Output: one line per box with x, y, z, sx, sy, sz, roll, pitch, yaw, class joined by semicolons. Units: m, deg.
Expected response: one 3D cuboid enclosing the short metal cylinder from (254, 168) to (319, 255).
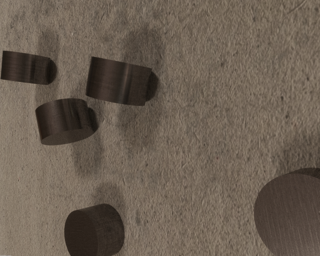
0.133;0.078;0.278;0.080;0.050;0.079;0;90;39;short metal cylinder

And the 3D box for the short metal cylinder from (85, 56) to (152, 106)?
-0.055;-0.062;0.412;0.080;0.081;0.050;19;102;38;short metal cylinder

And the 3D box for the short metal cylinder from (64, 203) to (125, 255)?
-0.100;0.159;0.468;0.080;0.050;0.079;0;90;39;short metal cylinder

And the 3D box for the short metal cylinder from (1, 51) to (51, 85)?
-0.245;-0.109;0.568;0.080;0.081;0.050;13;99;39;short metal cylinder

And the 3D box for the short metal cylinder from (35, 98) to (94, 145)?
-0.151;-0.008;0.490;0.080;0.081;0.050;-25;75;37;short metal cylinder
